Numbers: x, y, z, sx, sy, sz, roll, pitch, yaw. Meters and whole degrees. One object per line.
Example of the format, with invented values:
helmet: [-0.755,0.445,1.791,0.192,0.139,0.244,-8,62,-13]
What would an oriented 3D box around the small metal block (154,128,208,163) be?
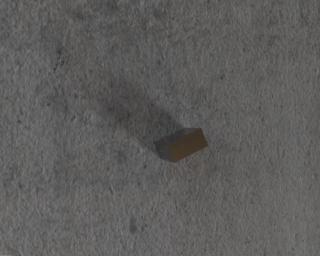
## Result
small metal block: [0.026,0.021,0.407,0.050,0.050,0.025,-25,99,-19]
